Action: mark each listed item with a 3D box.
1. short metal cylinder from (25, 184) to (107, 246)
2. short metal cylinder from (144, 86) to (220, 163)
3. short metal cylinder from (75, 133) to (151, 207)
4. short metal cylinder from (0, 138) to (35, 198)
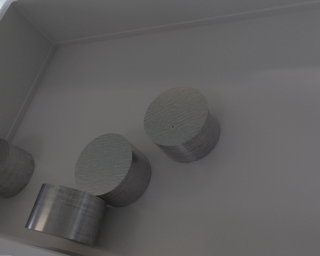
[{"bbox_3d":[-0.108,0.103,0.364,0.080,0.080,0.050,1,62,28],"label":"short metal cylinder"},{"bbox_3d":[0.027,-0.004,0.378,0.080,0.050,0.080,-13,56,21],"label":"short metal cylinder"},{"bbox_3d":[-0.058,0.053,0.388,0.080,0.050,0.080,-13,56,21],"label":"short metal cylinder"},{"bbox_3d":[-0.245,0.063,0.480,0.080,0.050,0.080,-13,56,21],"label":"short metal cylinder"}]
